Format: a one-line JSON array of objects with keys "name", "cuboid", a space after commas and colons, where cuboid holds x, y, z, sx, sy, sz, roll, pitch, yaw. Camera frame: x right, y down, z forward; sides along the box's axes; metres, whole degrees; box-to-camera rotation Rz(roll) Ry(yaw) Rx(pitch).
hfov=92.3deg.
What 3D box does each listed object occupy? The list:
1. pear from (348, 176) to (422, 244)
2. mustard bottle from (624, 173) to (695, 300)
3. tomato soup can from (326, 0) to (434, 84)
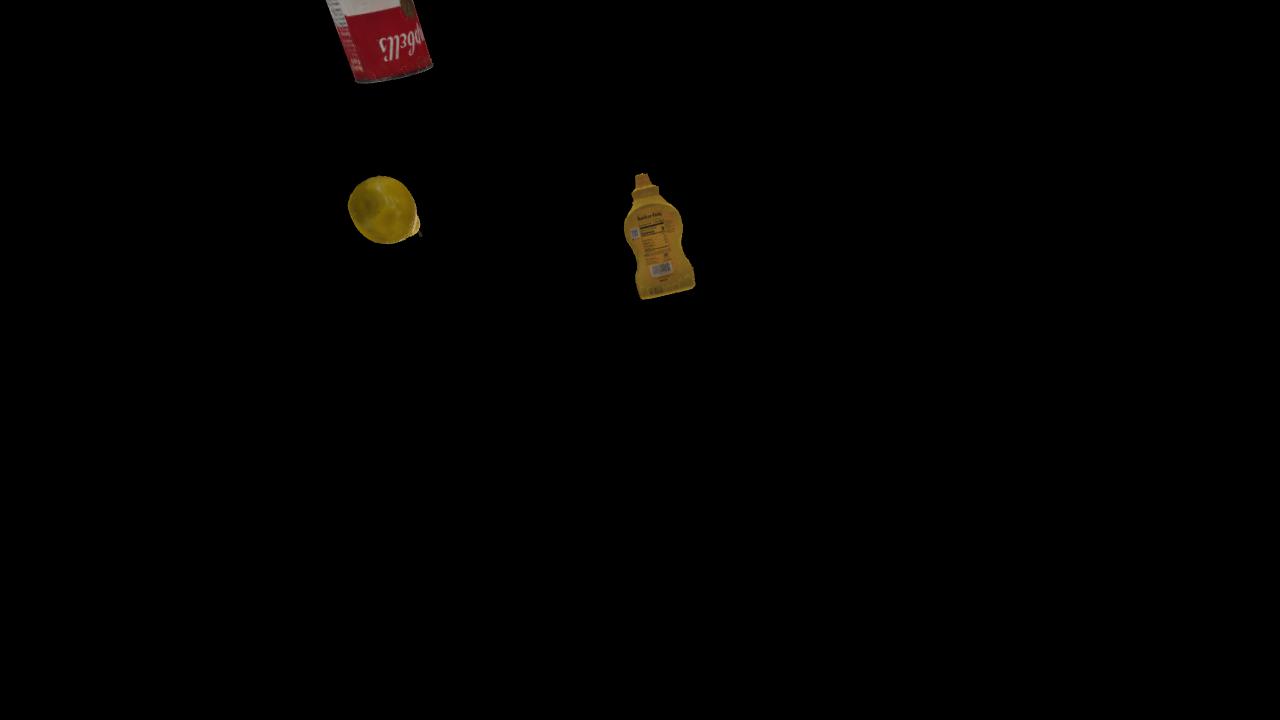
[{"name": "pear", "cuboid": [-0.298, -0.179, 0.750, 0.080, 0.080, 0.111, 0, 5, 11]}, {"name": "mustard bottle", "cuboid": [0.023, -0.190, 0.932, 0.092, 0.184, 0.054, -11, 11, 15]}, {"name": "tomato soup can", "cuboid": [-0.218, -0.287, 0.500, 0.068, 0.101, 0.068, -7, 35, 5]}]
